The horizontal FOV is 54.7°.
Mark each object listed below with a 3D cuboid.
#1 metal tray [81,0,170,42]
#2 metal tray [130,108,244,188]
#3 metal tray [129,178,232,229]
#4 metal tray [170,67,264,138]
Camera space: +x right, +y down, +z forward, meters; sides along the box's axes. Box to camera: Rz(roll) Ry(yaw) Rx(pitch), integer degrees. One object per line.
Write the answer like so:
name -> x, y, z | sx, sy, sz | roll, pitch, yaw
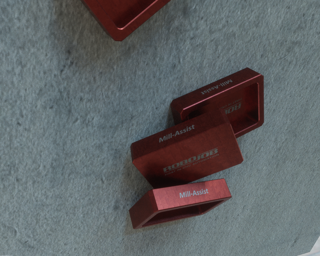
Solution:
metal tray -> -0.021, -0.159, 0.294 | 0.130, 0.030, 0.090 | -40, 130, -1
metal tray -> 0.038, 0.034, 0.416 | 0.130, 0.030, 0.090 | -23, 135, 9
metal tray -> 0.030, 0.113, 0.463 | 0.131, 0.030, 0.089 | -3, 150, -29
metal tray -> 0.085, -0.020, 0.439 | 0.131, 0.030, 0.090 | -25, 128, -14
